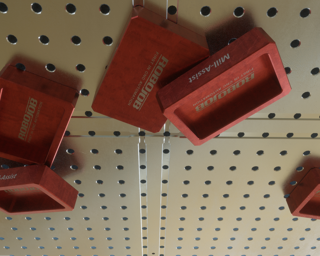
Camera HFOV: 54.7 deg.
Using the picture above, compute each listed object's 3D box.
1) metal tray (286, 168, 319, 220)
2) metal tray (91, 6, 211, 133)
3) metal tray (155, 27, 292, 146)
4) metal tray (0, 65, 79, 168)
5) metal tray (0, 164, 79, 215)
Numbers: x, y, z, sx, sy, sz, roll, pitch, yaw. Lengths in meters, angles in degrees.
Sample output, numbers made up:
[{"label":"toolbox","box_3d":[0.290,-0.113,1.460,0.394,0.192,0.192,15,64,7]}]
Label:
[{"label":"metal tray","box_3d":[0.291,0.115,0.510,0.131,0.030,0.089,10,129,-9]},{"label":"metal tray","box_3d":[-0.014,-0.060,0.357,0.091,0.030,0.129,21,127,-17]},{"label":"metal tray","box_3d":[0.073,-0.040,0.348,0.130,0.030,0.090,-32,139,13]},{"label":"metal tray","box_3d":[-0.169,-0.007,0.399,0.091,0.030,0.129,20,127,-17]},{"label":"metal tray","box_3d":[-0.202,0.096,0.463,0.130,0.030,0.090,-9,140,20]}]
